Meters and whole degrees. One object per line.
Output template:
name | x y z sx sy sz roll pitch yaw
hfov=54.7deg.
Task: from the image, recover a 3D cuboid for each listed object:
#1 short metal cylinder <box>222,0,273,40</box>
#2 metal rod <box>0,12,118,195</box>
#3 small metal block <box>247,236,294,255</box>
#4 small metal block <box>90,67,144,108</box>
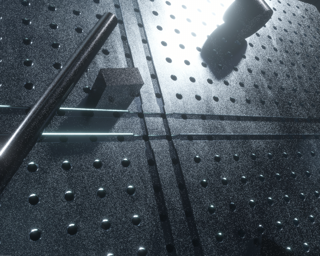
short metal cylinder | 0.169 -0.217 0.599 0.081 0.080 0.050 -23 75 -37
metal rod | -0.118 -0.053 0.377 0.025 0.025 0.300 29 52 -10
small metal block | 0.134 0.169 0.379 0.050 0.025 0.050 31 52 -9
small metal block | -0.055 -0.051 0.395 0.050 0.050 0.025 -9 67 -32
